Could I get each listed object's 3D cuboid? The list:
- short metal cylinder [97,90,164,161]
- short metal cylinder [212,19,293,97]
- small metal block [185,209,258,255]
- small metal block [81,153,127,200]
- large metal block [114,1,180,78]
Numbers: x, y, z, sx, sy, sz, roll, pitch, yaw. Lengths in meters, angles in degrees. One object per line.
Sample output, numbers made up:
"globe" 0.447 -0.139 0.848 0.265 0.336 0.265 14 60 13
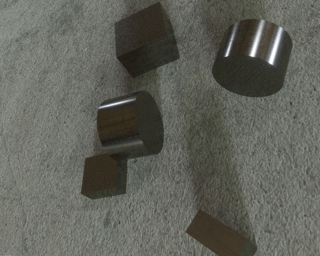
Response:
"short metal cylinder" -0.034 -0.002 0.387 0.050 0.080 0.080 -12 57 21
"short metal cylinder" 0.107 -0.079 0.360 0.080 0.080 0.050 8 66 31
"small metal block" 0.059 0.106 0.291 0.050 0.050 0.025 26 76 36
"small metal block" -0.071 0.062 0.402 0.050 0.025 0.050 -14 56 20
"large metal block" -0.021 -0.136 0.481 0.080 0.050 0.080 -20 54 16
